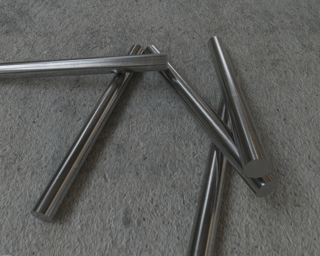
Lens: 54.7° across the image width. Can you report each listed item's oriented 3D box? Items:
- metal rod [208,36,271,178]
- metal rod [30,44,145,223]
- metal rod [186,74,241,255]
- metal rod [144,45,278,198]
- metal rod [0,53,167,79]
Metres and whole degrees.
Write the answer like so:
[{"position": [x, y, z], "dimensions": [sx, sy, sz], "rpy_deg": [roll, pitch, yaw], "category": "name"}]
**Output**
[{"position": [0.092, -0.053, 0.406], "dimensions": [0.025, 0.025, 0.300], "rpy_deg": [1, 37, 0], "category": "metal rod"}, {"position": [-0.080, -0.017, 0.416], "dimensions": [0.025, 0.025, 0.300], "rpy_deg": [13, 51, 11], "category": "metal rod"}, {"position": [0.069, 0.039, 0.370], "dimensions": [0.025, 0.025, 0.300], "rpy_deg": [12, 51, 10], "category": "metal rod"}, {"position": [0.046, -0.032, 0.406], "dimensions": [0.025, 0.025, 0.300], "rpy_deg": [-19, 45, -15], "category": "metal rod"}, {"position": [-0.140, -0.089, 0.454], "dimensions": [0.302, 0.025, 0.025], "rpy_deg": [-2, 50, 7], "category": "metal rod"}]
